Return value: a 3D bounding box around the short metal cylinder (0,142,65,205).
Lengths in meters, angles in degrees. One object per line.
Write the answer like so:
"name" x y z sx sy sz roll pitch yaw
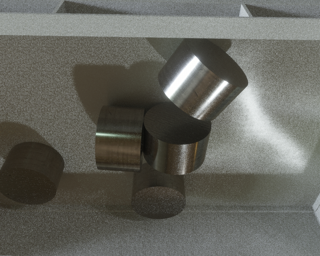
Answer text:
"short metal cylinder" -0.184 0.066 0.446 0.081 0.050 0.079 0 130 0

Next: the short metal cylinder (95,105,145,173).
"short metal cylinder" -0.046 0.013 0.382 0.050 0.080 0.079 4 130 0

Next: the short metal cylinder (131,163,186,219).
"short metal cylinder" -0.002 0.095 0.474 0.081 0.050 0.079 0 130 0

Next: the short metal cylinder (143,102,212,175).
"short metal cylinder" 0.020 0.011 0.383 0.081 0.080 0.050 2 130 -2

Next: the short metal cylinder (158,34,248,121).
"short metal cylinder" 0.045 -0.054 0.328 0.080 0.080 0.050 26 125 -21
